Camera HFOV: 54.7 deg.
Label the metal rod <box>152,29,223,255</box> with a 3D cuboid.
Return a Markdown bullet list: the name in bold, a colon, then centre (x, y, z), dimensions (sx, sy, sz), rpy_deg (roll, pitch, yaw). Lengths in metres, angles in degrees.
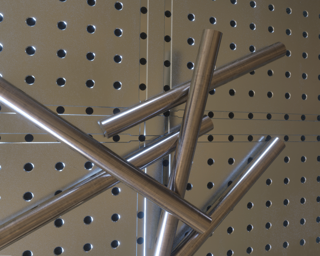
- **metal rod**: centre (0.033, 0.026, 0.400), dimensions (0.025, 0.025, 0.298), rpy_deg (10, 96, -20)

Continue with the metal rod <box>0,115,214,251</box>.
- **metal rod**: centre (-0.058, 0.059, 0.391), dimensions (0.302, 0.025, 0.025), rpy_deg (-28, 100, -18)

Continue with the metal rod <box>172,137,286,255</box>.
- **metal rod**: centre (0.081, 0.124, 0.444), dimensions (0.301, 0.025, 0.025), rpy_deg (-44, 104, -15)

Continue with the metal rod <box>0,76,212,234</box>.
- **metal rod**: centre (-0.065, 0.036, 0.366), dimensions (0.301, 0.025, 0.025), rpy_deg (35, 78, -8)

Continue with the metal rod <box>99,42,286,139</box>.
- **metal rod**: centre (0.059, -0.060, 0.435), dimensions (0.302, 0.025, 0.025), rpy_deg (-26, 99, -19)
